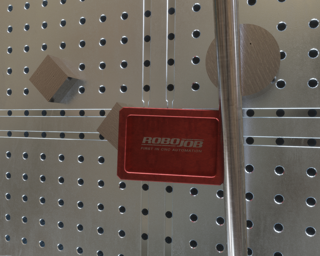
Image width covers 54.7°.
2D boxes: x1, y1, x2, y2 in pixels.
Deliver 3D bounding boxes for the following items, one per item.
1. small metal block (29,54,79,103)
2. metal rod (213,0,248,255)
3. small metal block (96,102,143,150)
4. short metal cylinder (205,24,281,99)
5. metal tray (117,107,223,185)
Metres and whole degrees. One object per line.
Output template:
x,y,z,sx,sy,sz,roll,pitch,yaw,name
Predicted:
-0.161,-0.074,0.470,0.050,0.025,0.050,46,104,14,small metal block
0.080,0.012,0.344,0.025,0.025,0.298,-1,105,20,metal rod
-0.051,0.000,0.431,0.050,0.025,0.050,41,103,15,small metal block
0.098,-0.075,0.364,0.080,0.050,0.080,0,90,20,short metal cylinder
0.015,0.021,0.388,0.131,0.030,0.089,2,91,6,metal tray
